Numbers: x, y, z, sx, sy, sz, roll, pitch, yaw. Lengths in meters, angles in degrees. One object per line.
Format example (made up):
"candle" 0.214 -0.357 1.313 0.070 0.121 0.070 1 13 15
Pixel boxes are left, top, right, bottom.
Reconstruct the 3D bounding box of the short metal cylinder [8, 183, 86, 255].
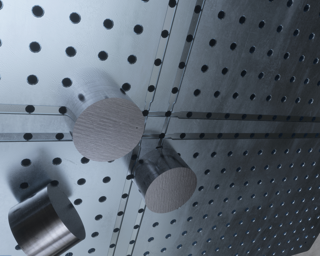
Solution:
"short metal cylinder" -0.134 0.115 0.374 0.050 0.080 0.080 -33 129 -7

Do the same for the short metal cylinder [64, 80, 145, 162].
"short metal cylinder" -0.065 -0.008 0.356 0.081 0.050 0.079 -14 124 -21

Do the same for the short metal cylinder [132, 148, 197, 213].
"short metal cylinder" 0.006 0.075 0.447 0.081 0.050 0.079 -14 125 -21
